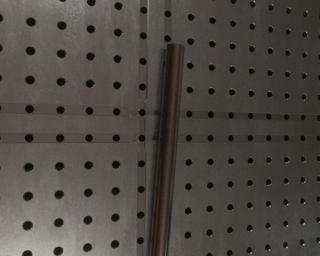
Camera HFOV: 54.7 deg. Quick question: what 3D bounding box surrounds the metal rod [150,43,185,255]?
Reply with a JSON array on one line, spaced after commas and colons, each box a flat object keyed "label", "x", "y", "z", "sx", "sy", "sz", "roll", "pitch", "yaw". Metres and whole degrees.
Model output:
[{"label": "metal rod", "x": 0.010, "y": 0.037, "z": 0.417, "sx": 0.025, "sy": 0.025, "sz": 0.298, "roll": 5, "pitch": 88, "yaw": -20}]
